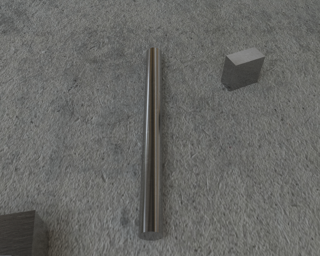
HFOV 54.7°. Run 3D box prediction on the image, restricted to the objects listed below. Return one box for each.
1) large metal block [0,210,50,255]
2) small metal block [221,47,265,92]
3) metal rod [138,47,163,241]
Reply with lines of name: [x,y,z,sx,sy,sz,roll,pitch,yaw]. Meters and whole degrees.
large metal block: [-0.149,0.128,0.278,0.081,0.050,0.080,-8,51,-7]
small metal block: [0.123,-0.087,0.462,0.050,0.050,0.025,-19,53,-16]
metal rod: [-0.009,-0.006,0.407,0.025,0.025,0.300,0,50,0]
